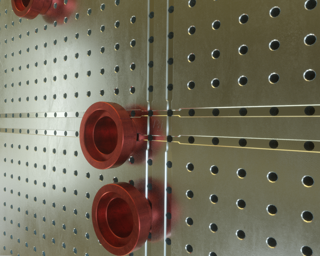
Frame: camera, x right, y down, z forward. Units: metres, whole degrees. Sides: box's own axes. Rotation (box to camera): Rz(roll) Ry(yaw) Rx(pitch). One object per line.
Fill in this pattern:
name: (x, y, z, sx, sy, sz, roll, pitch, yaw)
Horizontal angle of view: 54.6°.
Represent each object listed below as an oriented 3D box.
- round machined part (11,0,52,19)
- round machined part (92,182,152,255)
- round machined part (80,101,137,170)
round machined part: (-0.247, -0.261, 0.604, 0.098, 0.042, 0.097, 0, 90, 40)
round machined part: (-0.050, 0.125, 0.441, 0.098, 0.042, 0.097, 0, 90, 40)
round machined part: (-0.073, 0.011, 0.460, 0.098, 0.042, 0.097, 0, 90, 40)
